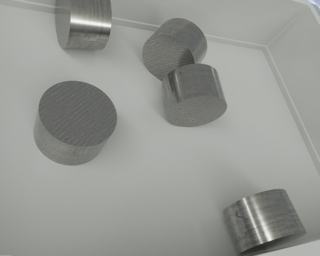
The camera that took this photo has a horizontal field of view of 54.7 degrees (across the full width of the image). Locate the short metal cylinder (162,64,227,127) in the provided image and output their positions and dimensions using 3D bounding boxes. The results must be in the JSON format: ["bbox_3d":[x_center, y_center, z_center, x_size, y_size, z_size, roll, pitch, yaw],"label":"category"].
[{"bbox_3d":[0.045,-0.042,0.420,0.081,0.080,0.050,5,60,-26],"label":"short metal cylinder"}]

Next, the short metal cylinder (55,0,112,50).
[{"bbox_3d":[-0.102,-0.144,0.403,0.050,0.080,0.080,-4,64,-30],"label":"short metal cylinder"}]

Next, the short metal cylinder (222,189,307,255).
[{"bbox_3d":[0.121,0.112,0.364,0.081,0.080,0.050,1,55,-28],"label":"short metal cylinder"}]

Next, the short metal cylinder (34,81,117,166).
[{"bbox_3d":[-0.094,-0.005,0.342,0.081,0.050,0.080,14,56,-21],"label":"short metal cylinder"}]

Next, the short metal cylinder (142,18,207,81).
[{"bbox_3d":[0.022,-0.111,0.449,0.080,0.080,0.050,36,51,-4],"label":"short metal cylinder"}]
